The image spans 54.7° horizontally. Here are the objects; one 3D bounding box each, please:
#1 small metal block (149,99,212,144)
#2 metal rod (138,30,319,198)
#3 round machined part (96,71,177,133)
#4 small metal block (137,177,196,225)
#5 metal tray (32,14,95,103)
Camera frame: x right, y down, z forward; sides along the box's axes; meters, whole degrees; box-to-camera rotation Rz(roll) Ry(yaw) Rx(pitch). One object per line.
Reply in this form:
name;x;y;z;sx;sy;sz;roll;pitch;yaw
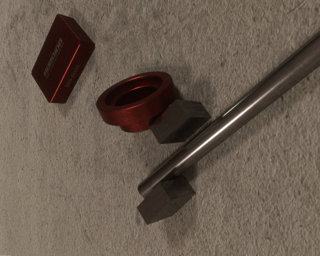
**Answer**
small metal block;0.025;-0.007;0.367;0.050;0.050;0.025;-45;64;30
metal rod;0.073;-0.003;0.343;0.299;0.025;0.025;-44;64;31
round machined part;-0.026;-0.030;0.390;0.098;0.098;0.042;7;129;39
small metal block;0.008;0.089;0.380;0.050;0.050;0.025;-51;60;27
metal tray;-0.173;-0.118;0.541;0.090;0.030;0.129;51;119;27
